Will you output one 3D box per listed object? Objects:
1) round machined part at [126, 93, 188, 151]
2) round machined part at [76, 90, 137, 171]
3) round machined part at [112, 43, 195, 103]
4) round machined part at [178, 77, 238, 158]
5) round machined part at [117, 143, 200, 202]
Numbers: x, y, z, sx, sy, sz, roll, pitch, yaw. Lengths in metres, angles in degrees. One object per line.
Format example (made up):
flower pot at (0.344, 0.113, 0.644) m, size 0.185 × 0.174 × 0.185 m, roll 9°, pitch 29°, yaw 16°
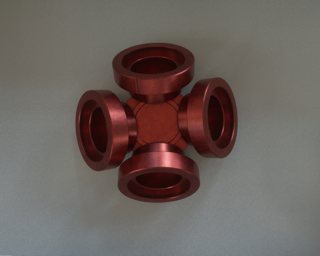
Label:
round machined part at (-0.003, -0.006, 0.401) m, size 0.099 × 0.042 × 0.097 m, roll 0°, pitch 90°, yaw -1°
round machined part at (-0.064, 0.002, 0.382) m, size 0.042 × 0.098 × 0.097 m, roll -7°, pitch 90°, yaw -38°
round machined part at (-0.007, -0.066, 0.382) m, size 0.099 × 0.098 × 0.042 m, roll -4°, pitch 128°, yaw -1°
round machined part at (0.058, -0.012, 0.384) m, size 0.042 × 0.099 × 0.097 m, roll -3°, pitch 90°, yaw 36°
round machined part at (-0.002, 0.054, 0.382) m, size 0.099 × 0.097 × 0.042 m, roll -1°, pitch 54°, yaw -1°
